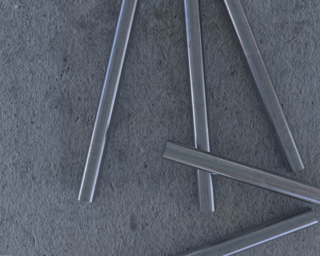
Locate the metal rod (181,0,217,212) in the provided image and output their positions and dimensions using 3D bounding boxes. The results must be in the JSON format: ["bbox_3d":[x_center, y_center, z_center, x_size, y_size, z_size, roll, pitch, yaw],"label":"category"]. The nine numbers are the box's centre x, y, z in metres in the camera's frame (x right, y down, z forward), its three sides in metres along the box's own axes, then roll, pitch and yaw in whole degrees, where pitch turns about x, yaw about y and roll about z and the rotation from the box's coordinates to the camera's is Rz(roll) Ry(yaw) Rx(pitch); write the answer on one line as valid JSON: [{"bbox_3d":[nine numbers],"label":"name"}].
[{"bbox_3d":[0.051,-0.041,0.410,0.025,0.025,0.298,-5,90,0],"label":"metal rod"}]

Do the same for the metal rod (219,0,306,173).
[{"bbox_3d":[0.126,-0.085,0.410,0.025,0.025,0.299,-21,90,0],"label":"metal rod"}]

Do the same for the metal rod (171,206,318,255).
[{"bbox_3d":[0.060,0.167,0.410,0.301,0.025,0.025,-20,90,0],"label":"metal rod"}]

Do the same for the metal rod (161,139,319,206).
[{"bbox_3d":[0.148,0.070,0.395,0.302,0.025,0.025,17,90,-7],"label":"metal rod"}]

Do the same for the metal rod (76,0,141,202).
[{"bbox_3d":[-0.065,-0.051,0.409,0.025,0.025,0.298,13,90,0],"label":"metal rod"}]
